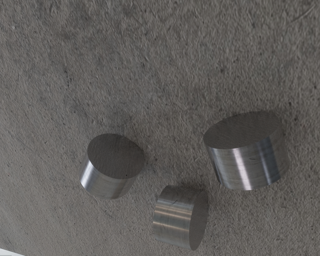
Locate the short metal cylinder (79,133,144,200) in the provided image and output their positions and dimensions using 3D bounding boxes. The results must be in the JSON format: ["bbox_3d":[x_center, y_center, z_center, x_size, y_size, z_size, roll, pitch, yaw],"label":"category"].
[{"bbox_3d":[-0.070,0.054,0.441,0.080,0.080,0.050,34,129,5],"label":"short metal cylinder"}]

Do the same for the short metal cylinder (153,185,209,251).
[{"bbox_3d":[0.031,0.123,0.431,0.050,0.080,0.079,6,121,25],"label":"short metal cylinder"}]

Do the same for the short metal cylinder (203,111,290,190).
[{"bbox_3d":[0.093,0.023,0.336,0.080,0.080,0.050,-9,114,32],"label":"short metal cylinder"}]
